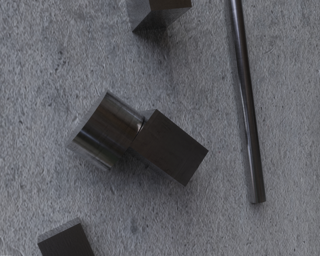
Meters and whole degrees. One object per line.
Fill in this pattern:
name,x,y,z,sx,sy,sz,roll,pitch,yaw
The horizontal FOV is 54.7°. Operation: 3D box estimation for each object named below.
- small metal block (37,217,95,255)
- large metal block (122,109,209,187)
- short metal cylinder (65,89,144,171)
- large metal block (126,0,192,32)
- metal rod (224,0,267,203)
small metal block,-0.111,0.143,0.369,0.050,0.025,0.050,-23,98,-19
large metal block,-0.001,0.022,0.380,0.080,0.080,0.050,38,78,-16
short metal cylinder,-0.064,0.002,0.356,0.050,0.080,0.080,37,78,-17
large metal block,-0.008,-0.171,0.377,0.050,0.080,0.080,-13,95,-20
metal rod,0.126,-0.039,0.455,0.025,0.025,0.298,-9,93,-20
